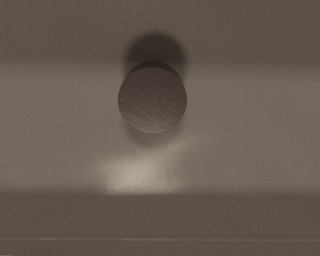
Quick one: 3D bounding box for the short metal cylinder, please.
[{"bbox_3d":[-0.009,-0.040,0.383,0.081,0.050,0.079,0,110,-1],"label":"short metal cylinder"}]
